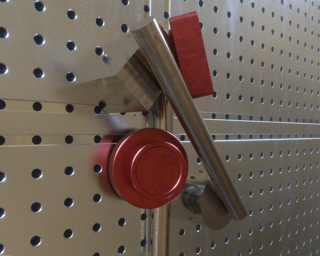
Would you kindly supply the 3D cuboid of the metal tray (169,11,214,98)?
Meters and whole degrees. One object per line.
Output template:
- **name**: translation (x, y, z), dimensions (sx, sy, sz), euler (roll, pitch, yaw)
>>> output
- **metal tray**: translation (0.041, -0.090, 0.391), dimensions (0.130, 0.030, 0.089), euler (-63, 140, -75)

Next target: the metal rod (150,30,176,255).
- **metal rod**: translation (0.004, 0.020, 0.415), dimensions (0.025, 0.025, 0.298), euler (3, 88, -40)

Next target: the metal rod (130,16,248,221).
- **metal rod**: translation (0.048, 0.014, 0.360), dimensions (0.025, 0.025, 0.299), euler (-51, 128, -28)

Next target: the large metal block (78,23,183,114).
- **large metal block**: translation (-0.032, -0.064, 0.349), dimensions (0.050, 0.080, 0.080), euler (49, 61, -29)

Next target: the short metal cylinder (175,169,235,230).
- **short metal cylinder**: translation (0.069, 0.102, 0.454), dimensions (0.081, 0.050, 0.079), euler (0, 90, -40)

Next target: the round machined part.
- **round machined part**: translation (-0.009, 0.049, 0.372), dimensions (0.099, 0.042, 0.097), euler (0, 90, -23)
